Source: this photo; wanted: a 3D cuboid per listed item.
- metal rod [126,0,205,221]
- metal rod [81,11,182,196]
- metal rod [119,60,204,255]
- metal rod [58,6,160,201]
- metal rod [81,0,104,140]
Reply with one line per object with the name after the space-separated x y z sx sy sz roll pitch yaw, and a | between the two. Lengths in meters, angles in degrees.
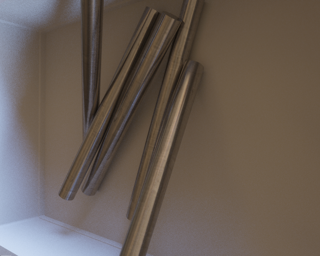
0.003 -0.015 0.402 0.025 0.025 0.298 25 105 37 | metal rod
-0.050 -0.015 0.429 0.025 0.025 0.298 47 122 29 | metal rod
-0.005 0.060 0.328 0.025 0.025 0.299 3 66 39 | metal rod
-0.075 -0.026 0.442 0.025 0.025 0.298 36 104 34 | metal rod
-0.088 -0.087 0.396 0.025 0.025 0.298 46 143 30 | metal rod
